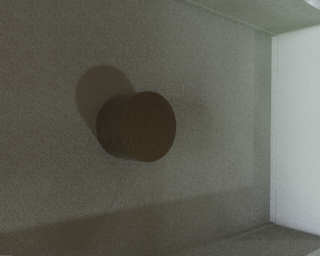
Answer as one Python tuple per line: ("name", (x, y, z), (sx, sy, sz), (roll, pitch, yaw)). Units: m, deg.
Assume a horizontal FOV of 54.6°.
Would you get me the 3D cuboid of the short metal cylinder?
("short metal cylinder", (-0.027, -0.001, 0.366), (0.081, 0.050, 0.080), (0, 90, -40))
